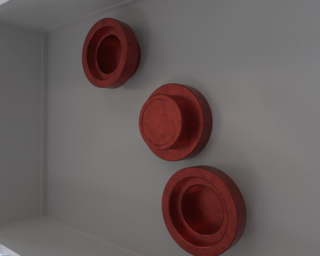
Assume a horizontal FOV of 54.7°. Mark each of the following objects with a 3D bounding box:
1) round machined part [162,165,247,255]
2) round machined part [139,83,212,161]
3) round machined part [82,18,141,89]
[{"bbox_3d":[0.053,0.091,0.352,0.098,0.042,0.097,0,90,40],"label":"round machined part"},{"bbox_3d":[0.012,-0.007,0.386,0.098,0.042,0.097,0,90,40],"label":"round machined part"},{"bbox_3d":[-0.067,-0.106,0.451,0.098,0.042,0.097,0,90,40],"label":"round machined part"}]
